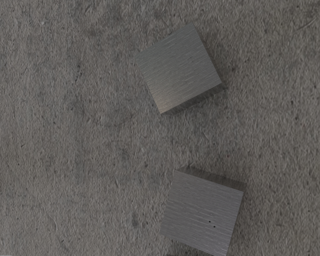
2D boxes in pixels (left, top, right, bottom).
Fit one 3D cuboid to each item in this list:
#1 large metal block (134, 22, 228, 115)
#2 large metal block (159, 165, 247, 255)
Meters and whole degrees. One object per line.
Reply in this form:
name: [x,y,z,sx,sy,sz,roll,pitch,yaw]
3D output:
large metal block: [0.027,-0.070,0.386,0.080,0.050,0.080,-27,81,18]
large metal block: [0.054,0.098,0.377,0.080,0.050,0.080,16,95,19]
